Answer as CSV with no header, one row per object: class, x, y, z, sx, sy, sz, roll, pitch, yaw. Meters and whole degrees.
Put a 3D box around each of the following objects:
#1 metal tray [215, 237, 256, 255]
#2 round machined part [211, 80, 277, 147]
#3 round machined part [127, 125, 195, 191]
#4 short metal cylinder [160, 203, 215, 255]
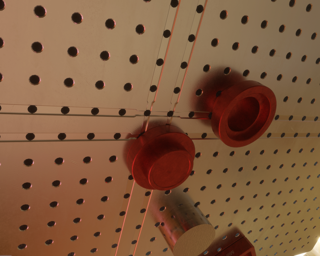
metal tray,0.150,0.305,0.678,0.131,0.030,0.090,-30,129,-9
round machined part,0.115,-0.024,0.449,0.099,0.042,0.097,-14,124,-21
round machined part,0.007,0.049,0.434,0.099,0.042,0.097,-14,124,-21
short metal cylinder,0.047,0.177,0.530,0.081,0.050,0.079,-14,124,-21
